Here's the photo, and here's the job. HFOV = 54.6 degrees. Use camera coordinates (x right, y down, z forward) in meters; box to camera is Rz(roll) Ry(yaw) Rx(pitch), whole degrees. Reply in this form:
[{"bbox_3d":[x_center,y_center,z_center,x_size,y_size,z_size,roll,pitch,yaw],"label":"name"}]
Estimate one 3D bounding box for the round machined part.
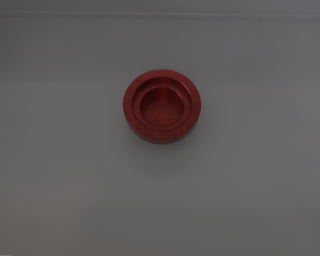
[{"bbox_3d":[0.003,-0.024,0.410,0.099,0.042,0.098,0,70,0],"label":"round machined part"}]
